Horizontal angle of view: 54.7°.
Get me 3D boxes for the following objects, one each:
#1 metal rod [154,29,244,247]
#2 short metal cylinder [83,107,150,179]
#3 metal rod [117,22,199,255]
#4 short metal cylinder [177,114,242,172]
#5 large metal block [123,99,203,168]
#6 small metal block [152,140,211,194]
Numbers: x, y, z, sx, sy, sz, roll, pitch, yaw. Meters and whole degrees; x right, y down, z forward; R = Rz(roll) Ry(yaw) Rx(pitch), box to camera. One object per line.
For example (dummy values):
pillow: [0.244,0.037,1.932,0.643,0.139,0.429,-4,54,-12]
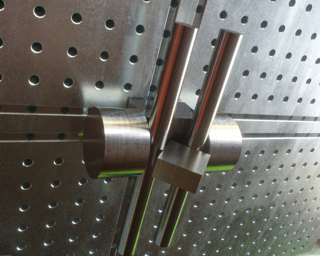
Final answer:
metal rod: [0.039,0.031,0.383,0.025,0.025,0.298,1,118,-29]
short metal cylinder: [-0.052,0.017,0.353,0.050,0.080,0.079,1,118,-29]
metal rod: [-0.010,0.032,0.357,0.025,0.025,0.298,1,118,-29]
short metal cylinder: [0.063,0.020,0.418,0.050,0.080,0.079,1,118,-28]
large metal block: [-0.001,0.012,0.397,0.081,0.050,0.079,1,118,-29]
small metal block: [0.025,0.042,0.349,0.050,0.050,0.025,20,115,11]
